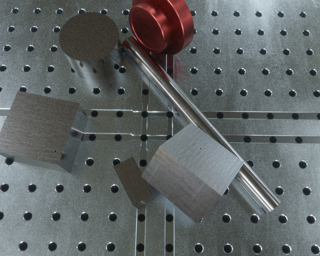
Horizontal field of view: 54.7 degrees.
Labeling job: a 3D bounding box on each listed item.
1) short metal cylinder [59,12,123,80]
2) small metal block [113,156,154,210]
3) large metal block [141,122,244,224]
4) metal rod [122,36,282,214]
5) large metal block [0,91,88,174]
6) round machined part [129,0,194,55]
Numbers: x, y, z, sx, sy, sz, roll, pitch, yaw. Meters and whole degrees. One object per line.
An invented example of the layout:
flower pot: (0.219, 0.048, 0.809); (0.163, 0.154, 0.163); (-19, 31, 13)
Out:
short metal cylinder: (-0.095, -0.115, 0.440); (0.081, 0.050, 0.080); (0, 70, 0)
small metal block: (-0.031, 0.068, 0.373); (0.025, 0.050, 0.050); (-27, 73, -9)
large metal block: (0.040, 0.048, 0.360); (0.080, 0.050, 0.080); (39, 34, 13)
metal rod: (0.046, -0.015, 0.417); (0.025, 0.025, 0.300); (-36, 74, -12)
large metal block: (-0.147, 0.006, 0.395); (0.080, 0.050, 0.080); (12, 70, 4)
round machined part: (-0.005, -0.142, 0.422); (0.098, 0.098, 0.042); (43, 66, 14)
